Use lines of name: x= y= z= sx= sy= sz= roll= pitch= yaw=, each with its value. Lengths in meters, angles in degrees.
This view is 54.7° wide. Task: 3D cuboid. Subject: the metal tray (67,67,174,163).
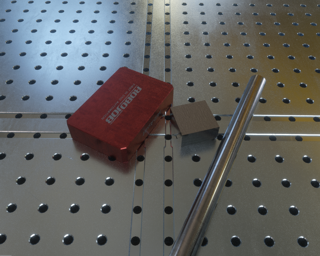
metal tray: x=-0.050 y=-0.024 z=0.424 sx=0.090 sy=0.030 sz=0.130 roll=23 pitch=54 yaw=18

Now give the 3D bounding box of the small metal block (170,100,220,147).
small metal block: x=0.045 y=-0.007 z=0.414 sx=0.050 sy=0.025 sz=0.050 roll=-12 pitch=51 yaw=-11

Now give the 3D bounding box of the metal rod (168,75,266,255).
metal rod: x=0.082 y=0.033 z=0.380 sx=0.025 sy=0.025 sz=0.301 roll=21 pitch=53 yaw=16
